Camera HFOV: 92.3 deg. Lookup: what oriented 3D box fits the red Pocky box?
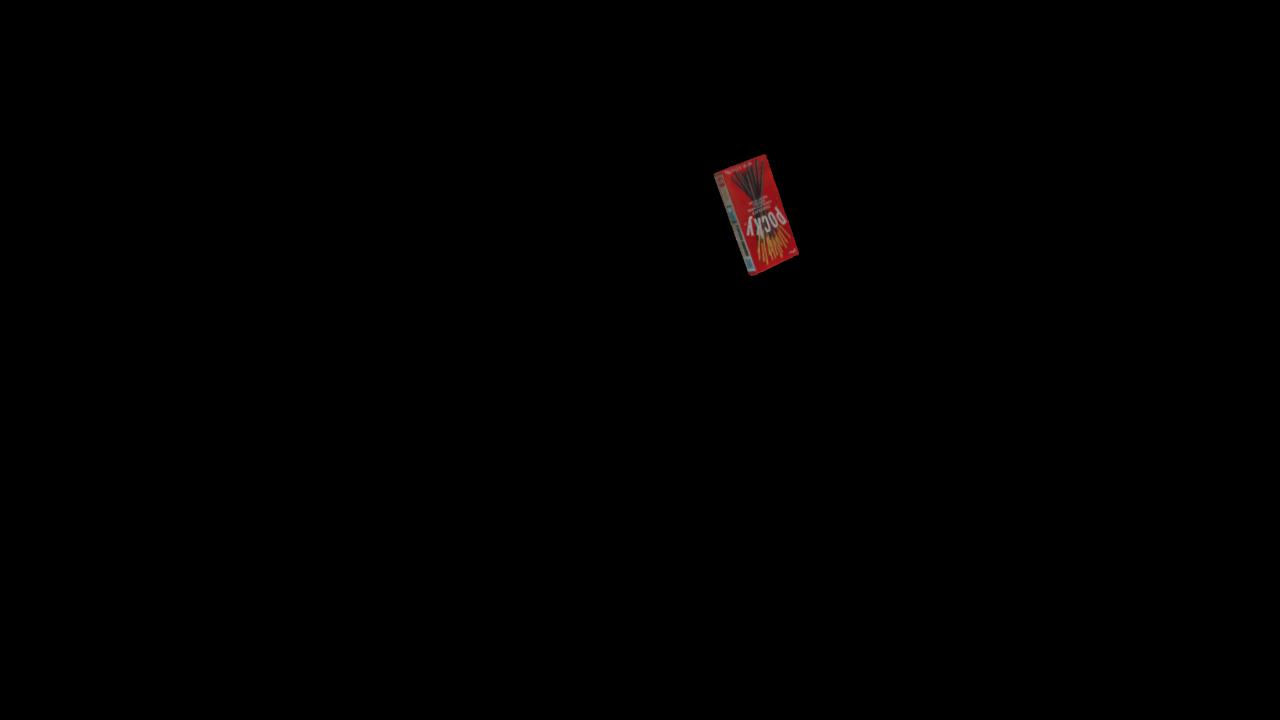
[{"bbox_3d":[0.169,-0.207,0.881,0.083,0.155,0.028,-28,13,-22],"label":"red Pocky box"}]
